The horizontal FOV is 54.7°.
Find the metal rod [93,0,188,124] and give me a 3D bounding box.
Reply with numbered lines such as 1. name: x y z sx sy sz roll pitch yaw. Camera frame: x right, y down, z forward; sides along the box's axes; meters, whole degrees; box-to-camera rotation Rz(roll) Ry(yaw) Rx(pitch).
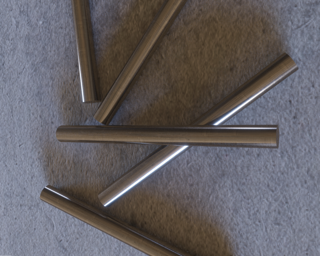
1. metal rod: -0.001 -0.133 0.408 0.025 0.025 0.299 37 101 16

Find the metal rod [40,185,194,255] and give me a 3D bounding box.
1. metal rod: -0.038 0.147 0.421 0.301 0.025 0.025 20 97 18

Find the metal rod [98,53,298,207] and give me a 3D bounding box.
1. metal rod: 0.037 0.012 0.395 0.300 0.025 0.025 -38 78 15

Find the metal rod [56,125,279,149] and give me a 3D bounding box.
1. metal rod: -0.011 0.009 0.390 0.300 0.025 0.025 0 90 27

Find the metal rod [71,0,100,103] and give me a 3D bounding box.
1. metal rod: -0.116 -0.185 0.448 0.025 0.025 0.298 -8 87 19
